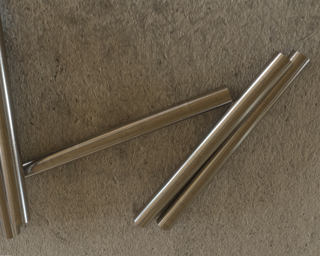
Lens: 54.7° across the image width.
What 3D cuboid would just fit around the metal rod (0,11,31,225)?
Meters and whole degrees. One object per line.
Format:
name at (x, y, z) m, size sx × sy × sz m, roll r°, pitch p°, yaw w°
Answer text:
metal rod at (-0.193, -0.020, 0.383) m, size 0.025 × 0.025 × 0.298 m, roll -2°, pitch 104°, yaw 0°

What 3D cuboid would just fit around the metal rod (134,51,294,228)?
metal rod at (0.059, 0.028, 0.412) m, size 0.025 × 0.025 × 0.299 m, roll 34°, pitch 109°, yaw -12°

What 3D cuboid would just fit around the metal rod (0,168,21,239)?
metal rod at (-0.223, 0.019, 0.414) m, size 0.025 × 0.025 × 0.298 m, roll 0°, pitch 110°, yaw 0°

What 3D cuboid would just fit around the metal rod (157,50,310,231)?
metal rod at (0.089, 0.028, 0.420) m, size 0.025 × 0.025 × 0.299 m, roll 32°, pitch 107°, yaw -11°

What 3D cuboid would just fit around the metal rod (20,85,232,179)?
metal rod at (-0.053, 0.008, 0.412) m, size 0.301 × 0.025 × 0.025 m, roll -20°, pitch 109°, yaw 7°
